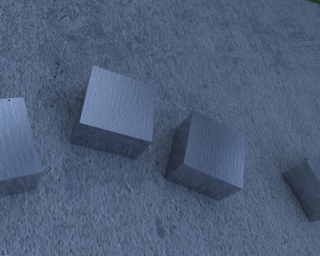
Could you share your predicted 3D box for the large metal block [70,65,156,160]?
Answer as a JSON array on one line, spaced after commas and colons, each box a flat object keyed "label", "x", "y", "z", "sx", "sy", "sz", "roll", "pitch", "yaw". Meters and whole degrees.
[{"label": "large metal block", "x": -0.054, "y": -0.017, "z": 0.369, "sx": 0.081, "sy": 0.050, "sz": 0.080, "roll": 16, "pitch": 55, "yaw": -19}]

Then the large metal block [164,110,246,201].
[{"label": "large metal block", "x": 0.060, "y": 0.036, "z": 0.397, "sx": 0.080, "sy": 0.050, "sz": 0.080, "roll": 24, "pitch": 53, "yaw": -13}]

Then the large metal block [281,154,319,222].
[{"label": "large metal block", "x": 0.247, "y": 0.084, "z": 0.469, "sx": 0.081, "sy": 0.050, "sz": 0.080, "roll": -15, "pitch": 70, "yaw": -34}]

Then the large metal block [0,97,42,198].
[{"label": "large metal block", "x": -0.163, "y": 0.022, "z": 0.286, "sx": 0.081, "sy": 0.050, "sz": 0.080, "roll": -9, "pitch": 67, "yaw": -32}]
